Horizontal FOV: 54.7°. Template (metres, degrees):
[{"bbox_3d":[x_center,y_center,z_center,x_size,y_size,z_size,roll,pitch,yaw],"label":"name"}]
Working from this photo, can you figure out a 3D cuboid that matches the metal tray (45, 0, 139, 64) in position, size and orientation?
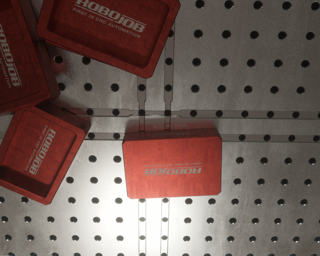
[{"bbox_3d":[-0.072,-0.147,0.355,0.091,0.030,0.129,18,109,-7],"label":"metal tray"}]

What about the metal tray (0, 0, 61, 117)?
[{"bbox_3d":[-0.182,-0.084,0.359,0.090,0.030,0.129,-17,94,5],"label":"metal tray"}]

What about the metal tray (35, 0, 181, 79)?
[{"bbox_3d":[-0.054,-0.119,0.333,0.131,0.030,0.089,21,109,-8],"label":"metal tray"}]

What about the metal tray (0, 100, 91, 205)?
[{"bbox_3d":[-0.164,0.032,0.420,0.090,0.030,0.129,28,108,-10],"label":"metal tray"}]

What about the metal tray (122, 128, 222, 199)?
[{"bbox_3d":[0.018,0.050,0.430,0.131,0.030,0.089,-3,110,0],"label":"metal tray"}]
